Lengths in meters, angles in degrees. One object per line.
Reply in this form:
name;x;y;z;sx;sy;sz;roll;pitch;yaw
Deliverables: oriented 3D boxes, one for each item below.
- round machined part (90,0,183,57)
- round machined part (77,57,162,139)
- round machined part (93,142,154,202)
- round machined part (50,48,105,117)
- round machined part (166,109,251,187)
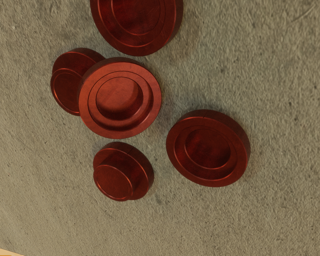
round machined part;-0.021;-0.129;0.327;0.098;0.042;0.097;13;124;21
round machined part;-0.051;-0.039;0.377;0.099;0.042;0.097;-8;119;-15
round machined part;-0.062;0.073;0.474;0.098;0.042;0.097;13;124;21
round machined part;-0.107;-0.055;0.419;0.098;0.042;0.097;13;124;21
round machined part;0.060;0.020;0.377;0.098;0.042;0.097;13;124;21
